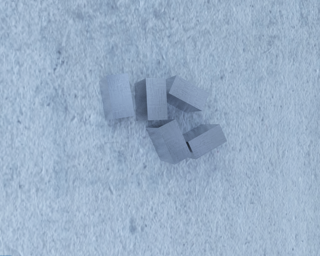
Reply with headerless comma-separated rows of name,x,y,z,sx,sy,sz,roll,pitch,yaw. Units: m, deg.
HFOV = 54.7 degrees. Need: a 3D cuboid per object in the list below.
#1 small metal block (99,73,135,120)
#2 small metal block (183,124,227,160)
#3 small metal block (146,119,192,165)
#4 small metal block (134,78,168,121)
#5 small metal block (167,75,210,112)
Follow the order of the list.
small metal block,-0.053,-0.037,0.377,0.025,0.050,0.050,-10,94,-20
small metal block,0.052,0.017,0.416,0.050,0.050,0.025,-28,100,-18
small metal block,0.010,0.017,0.401,0.025,0.050,0.050,-27,99,-18
small metal block,-0.012,-0.035,0.392,0.025,0.050,0.050,-3,91,-20
small metal block,0.028,-0.043,0.407,0.050,0.050,0.025,26,82,-19
